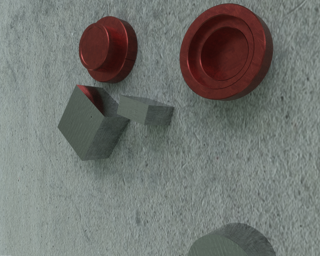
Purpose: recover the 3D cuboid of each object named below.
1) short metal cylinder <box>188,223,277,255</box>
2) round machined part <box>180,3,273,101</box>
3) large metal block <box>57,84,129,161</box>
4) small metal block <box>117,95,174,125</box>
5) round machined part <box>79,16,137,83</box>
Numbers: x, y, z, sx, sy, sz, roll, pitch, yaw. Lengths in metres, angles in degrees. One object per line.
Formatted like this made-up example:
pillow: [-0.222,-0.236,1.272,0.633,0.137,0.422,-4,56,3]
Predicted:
short metal cylinder: [0.076,0.146,0.325,0.080,0.050,0.079,0,90,39]
round machined part: [0.073,-0.078,0.333,0.098,0.042,0.097,0,90,39]
large metal block: [-0.102,-0.008,0.470,0.080,0.050,0.080,45,117,30]
small metal block: [-0.019,-0.023,0.402,0.050,0.050,0.025,22,104,37]
round machined part: [-0.083,-0.117,0.460,0.098,0.042,0.097,0,90,39]
